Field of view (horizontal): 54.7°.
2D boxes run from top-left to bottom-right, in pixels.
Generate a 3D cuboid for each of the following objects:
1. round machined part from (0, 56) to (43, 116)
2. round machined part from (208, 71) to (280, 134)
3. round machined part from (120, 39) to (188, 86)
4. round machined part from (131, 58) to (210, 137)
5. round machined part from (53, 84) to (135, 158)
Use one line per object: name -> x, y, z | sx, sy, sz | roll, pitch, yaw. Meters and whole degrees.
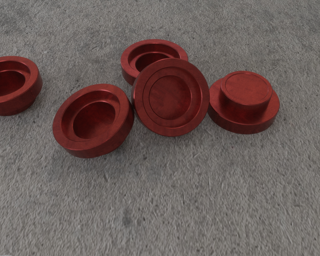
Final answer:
round machined part -> -0.216, -0.055, 0.437 | 0.099, 0.042, 0.098 | 0, 50, 0
round machined part -> 0.115, -0.042, 0.428 | 0.099, 0.042, 0.098 | 0, 50, 0
round machined part -> -0.008, -0.088, 0.466 | 0.099, 0.042, 0.098 | 0, 50, 0
round machined part -> 0.011, -0.039, 0.402 | 0.099, 0.097, 0.042 | -16, 9, -13
round machined part -> -0.078, -0.005, 0.385 | 0.098, 0.042, 0.098 | -9, 54, 13
